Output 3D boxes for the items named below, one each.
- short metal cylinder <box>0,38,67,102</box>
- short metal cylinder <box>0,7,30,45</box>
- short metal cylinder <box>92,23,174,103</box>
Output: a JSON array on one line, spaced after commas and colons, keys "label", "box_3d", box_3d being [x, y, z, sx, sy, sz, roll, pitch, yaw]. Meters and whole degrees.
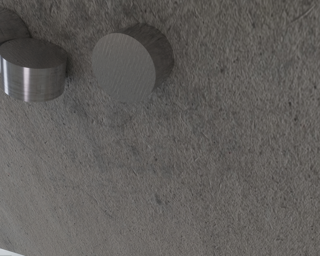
[{"label": "short metal cylinder", "box_3d": [-0.167, -0.078, 0.411, 0.080, 0.080, 0.050, 27, 128, 11]}, {"label": "short metal cylinder", "box_3d": [-0.230, -0.123, 0.434, 0.080, 0.050, 0.079, 14, 124, 23]}, {"label": "short metal cylinder", "box_3d": [-0.031, -0.076, 0.360, 0.080, 0.050, 0.079, 13, 124, 21]}]
